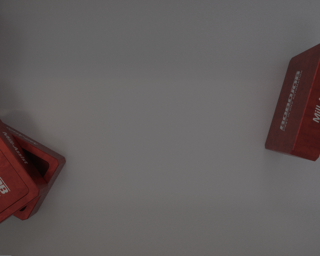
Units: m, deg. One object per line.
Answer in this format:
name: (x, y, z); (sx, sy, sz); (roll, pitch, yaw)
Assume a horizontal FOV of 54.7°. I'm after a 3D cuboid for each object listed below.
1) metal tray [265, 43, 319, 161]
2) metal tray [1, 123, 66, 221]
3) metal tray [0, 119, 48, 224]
metal tray: (0.175, -0.030, 0.380); (0.030, 0.090, 0.129); (17, 90, 0)
metal tray: (-0.205, 0.049, 0.407); (0.130, 0.030, 0.090); (30, 90, 0)
metal tray: (-0.213, 0.050, 0.376); (0.090, 0.030, 0.130); (-36, 90, 0)
